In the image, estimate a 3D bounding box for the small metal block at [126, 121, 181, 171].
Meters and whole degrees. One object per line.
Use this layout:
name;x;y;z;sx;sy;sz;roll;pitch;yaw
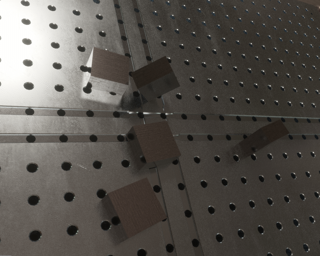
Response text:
small metal block;-0.008;0.022;0.392;0.050;0.025;0.050;-9;67;-32

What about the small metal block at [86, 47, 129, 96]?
small metal block;-0.070;-0.076;0.418;0.050;0.025;0.050;12;57;-22

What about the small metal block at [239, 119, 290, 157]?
small metal block;0.158;0.015;0.470;0.050;0.050;0.025;-19;72;-35

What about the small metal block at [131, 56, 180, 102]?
small metal block;-0.005;-0.065;0.417;0.050;0.050;0.025;-26;71;6

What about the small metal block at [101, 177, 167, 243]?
small metal block;-0.028;0.089;0.340;0.050;0.025;0.050;-17;71;-35
